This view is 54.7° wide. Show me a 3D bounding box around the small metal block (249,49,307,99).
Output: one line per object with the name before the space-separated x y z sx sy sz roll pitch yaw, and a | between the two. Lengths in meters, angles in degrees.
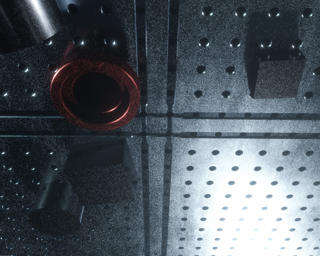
small metal block | 0.135 -0.062 0.360 0.050 0.025 0.050 -2 130 2

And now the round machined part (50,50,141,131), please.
round machined part | -0.072 -0.046 0.360 0.099 0.042 0.097 0 130 0

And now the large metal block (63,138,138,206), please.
large metal block | -0.082 0.065 0.450 0.080 0.050 0.080 -7 130 6

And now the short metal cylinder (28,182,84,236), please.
short metal cylinder | -0.166 0.133 0.507 0.081 0.050 0.079 0 130 0

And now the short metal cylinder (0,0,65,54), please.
short metal cylinder | -0.135 -0.109 0.281 0.080 0.080 0.050 -9 130 8
